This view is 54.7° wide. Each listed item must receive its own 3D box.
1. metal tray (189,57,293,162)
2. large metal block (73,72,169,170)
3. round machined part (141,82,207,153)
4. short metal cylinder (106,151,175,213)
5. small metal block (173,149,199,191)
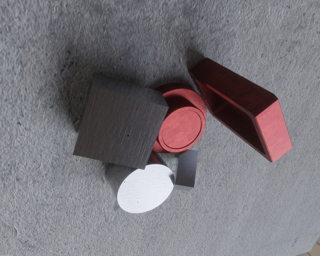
[{"bbox_3d":[0.094,-0.025,0.377,0.030,0.130,0.090,-38,130,-3],"label":"metal tray"},{"bbox_3d":[-0.046,-0.007,0.348,0.081,0.050,0.079,15,112,-16],"label":"large metal block"},{"bbox_3d":[0.020,-0.007,0.406,0.099,0.042,0.097,-14,125,-21],"label":"round machined part"},{"bbox_3d":[-0.027,0.068,0.421,0.081,0.050,0.079,-14,125,-21],"label":"short metal cylinder"},{"bbox_3d":[0.035,0.060,0.436,0.025,0.050,0.050,9,162,1],"label":"small metal block"}]
